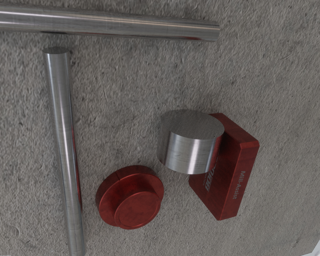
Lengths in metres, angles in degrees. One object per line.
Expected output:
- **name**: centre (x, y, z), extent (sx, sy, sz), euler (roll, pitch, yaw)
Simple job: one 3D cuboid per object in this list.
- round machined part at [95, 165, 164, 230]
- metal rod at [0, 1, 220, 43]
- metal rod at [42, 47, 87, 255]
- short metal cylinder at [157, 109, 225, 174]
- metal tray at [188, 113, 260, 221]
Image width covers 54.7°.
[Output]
- **round machined part**: centre (-0.038, 0.105, 0.440), extent (0.099, 0.042, 0.097), euler (-14, 124, -21)
- **metal rod**: centre (-0.071, -0.103, 0.303), extent (0.303, 0.025, 0.025), euler (-5, 121, -26)
- **metal rod**: centre (-0.111, 0.052, 0.378), extent (0.025, 0.025, 0.298), euler (-10, 123, -23)
- **short metal cylinder**: centre (0.038, 0.016, 0.402), extent (0.081, 0.080, 0.050), euler (-6, 121, -25)
- **metal tray**: centre (0.086, 0.055, 0.445), extent (0.030, 0.090, 0.129), euler (-6, 121, -25)
